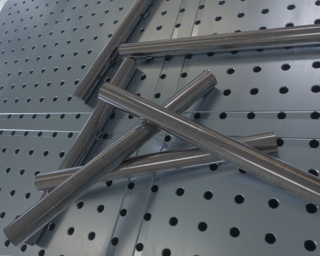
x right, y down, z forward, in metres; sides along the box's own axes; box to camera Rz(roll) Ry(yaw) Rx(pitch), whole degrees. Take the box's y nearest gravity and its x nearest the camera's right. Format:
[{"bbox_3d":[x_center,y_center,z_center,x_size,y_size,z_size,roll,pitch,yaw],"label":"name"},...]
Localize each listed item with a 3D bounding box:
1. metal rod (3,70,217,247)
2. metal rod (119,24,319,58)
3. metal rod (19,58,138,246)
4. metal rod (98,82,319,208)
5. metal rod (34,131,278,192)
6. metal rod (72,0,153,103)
[{"bbox_3d":[-0.044,0.024,0.369,0.301,0.025,0.025,-39,49,-18],"label":"metal rod"},{"bbox_3d":[0.069,-0.121,0.446,0.300,0.025,0.025,3,63,29],"label":"metal rod"},{"bbox_3d":[-0.112,0.023,0.454,0.025,0.025,0.300,15,69,34],"label":"metal rod"},{"bbox_3d":[0.055,0.015,0.329,0.300,0.025,0.025,26,76,23],"label":"metal rod"},{"bbox_3d":[-0.017,0.044,0.374,0.301,0.025,0.025,-11,57,15],"label":"metal rod"},{"bbox_3d":[-0.063,-0.174,0.548,0.025,0.025,0.300,18,71,35],"label":"metal rod"}]
